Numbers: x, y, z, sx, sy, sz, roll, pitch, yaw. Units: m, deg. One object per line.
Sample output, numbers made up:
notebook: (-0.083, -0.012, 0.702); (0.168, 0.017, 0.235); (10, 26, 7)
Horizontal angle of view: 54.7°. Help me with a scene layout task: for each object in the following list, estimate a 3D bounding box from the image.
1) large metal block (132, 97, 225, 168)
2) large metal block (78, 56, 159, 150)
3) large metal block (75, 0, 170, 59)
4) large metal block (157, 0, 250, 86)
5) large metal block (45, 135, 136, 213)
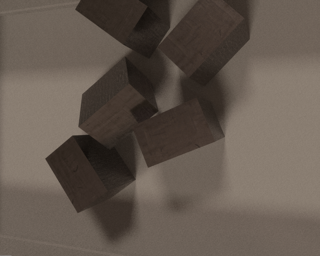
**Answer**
large metal block: (0.026, 0.005, 0.371); (0.080, 0.080, 0.050); (-23, 84, 18)
large metal block: (-0.054, -0.033, 0.393); (0.080, 0.080, 0.050); (-38, 122, 16)
large metal block: (-0.044, -0.139, 0.396); (0.080, 0.080, 0.050); (39, 102, 15)
large metal block: (0.054, -0.099, 0.362); (0.080, 0.080, 0.050); (-47, 76, 14)
large metal block: (-0.089, 0.056, 0.411); (0.050, 0.080, 0.080); (-38, 78, 16)
